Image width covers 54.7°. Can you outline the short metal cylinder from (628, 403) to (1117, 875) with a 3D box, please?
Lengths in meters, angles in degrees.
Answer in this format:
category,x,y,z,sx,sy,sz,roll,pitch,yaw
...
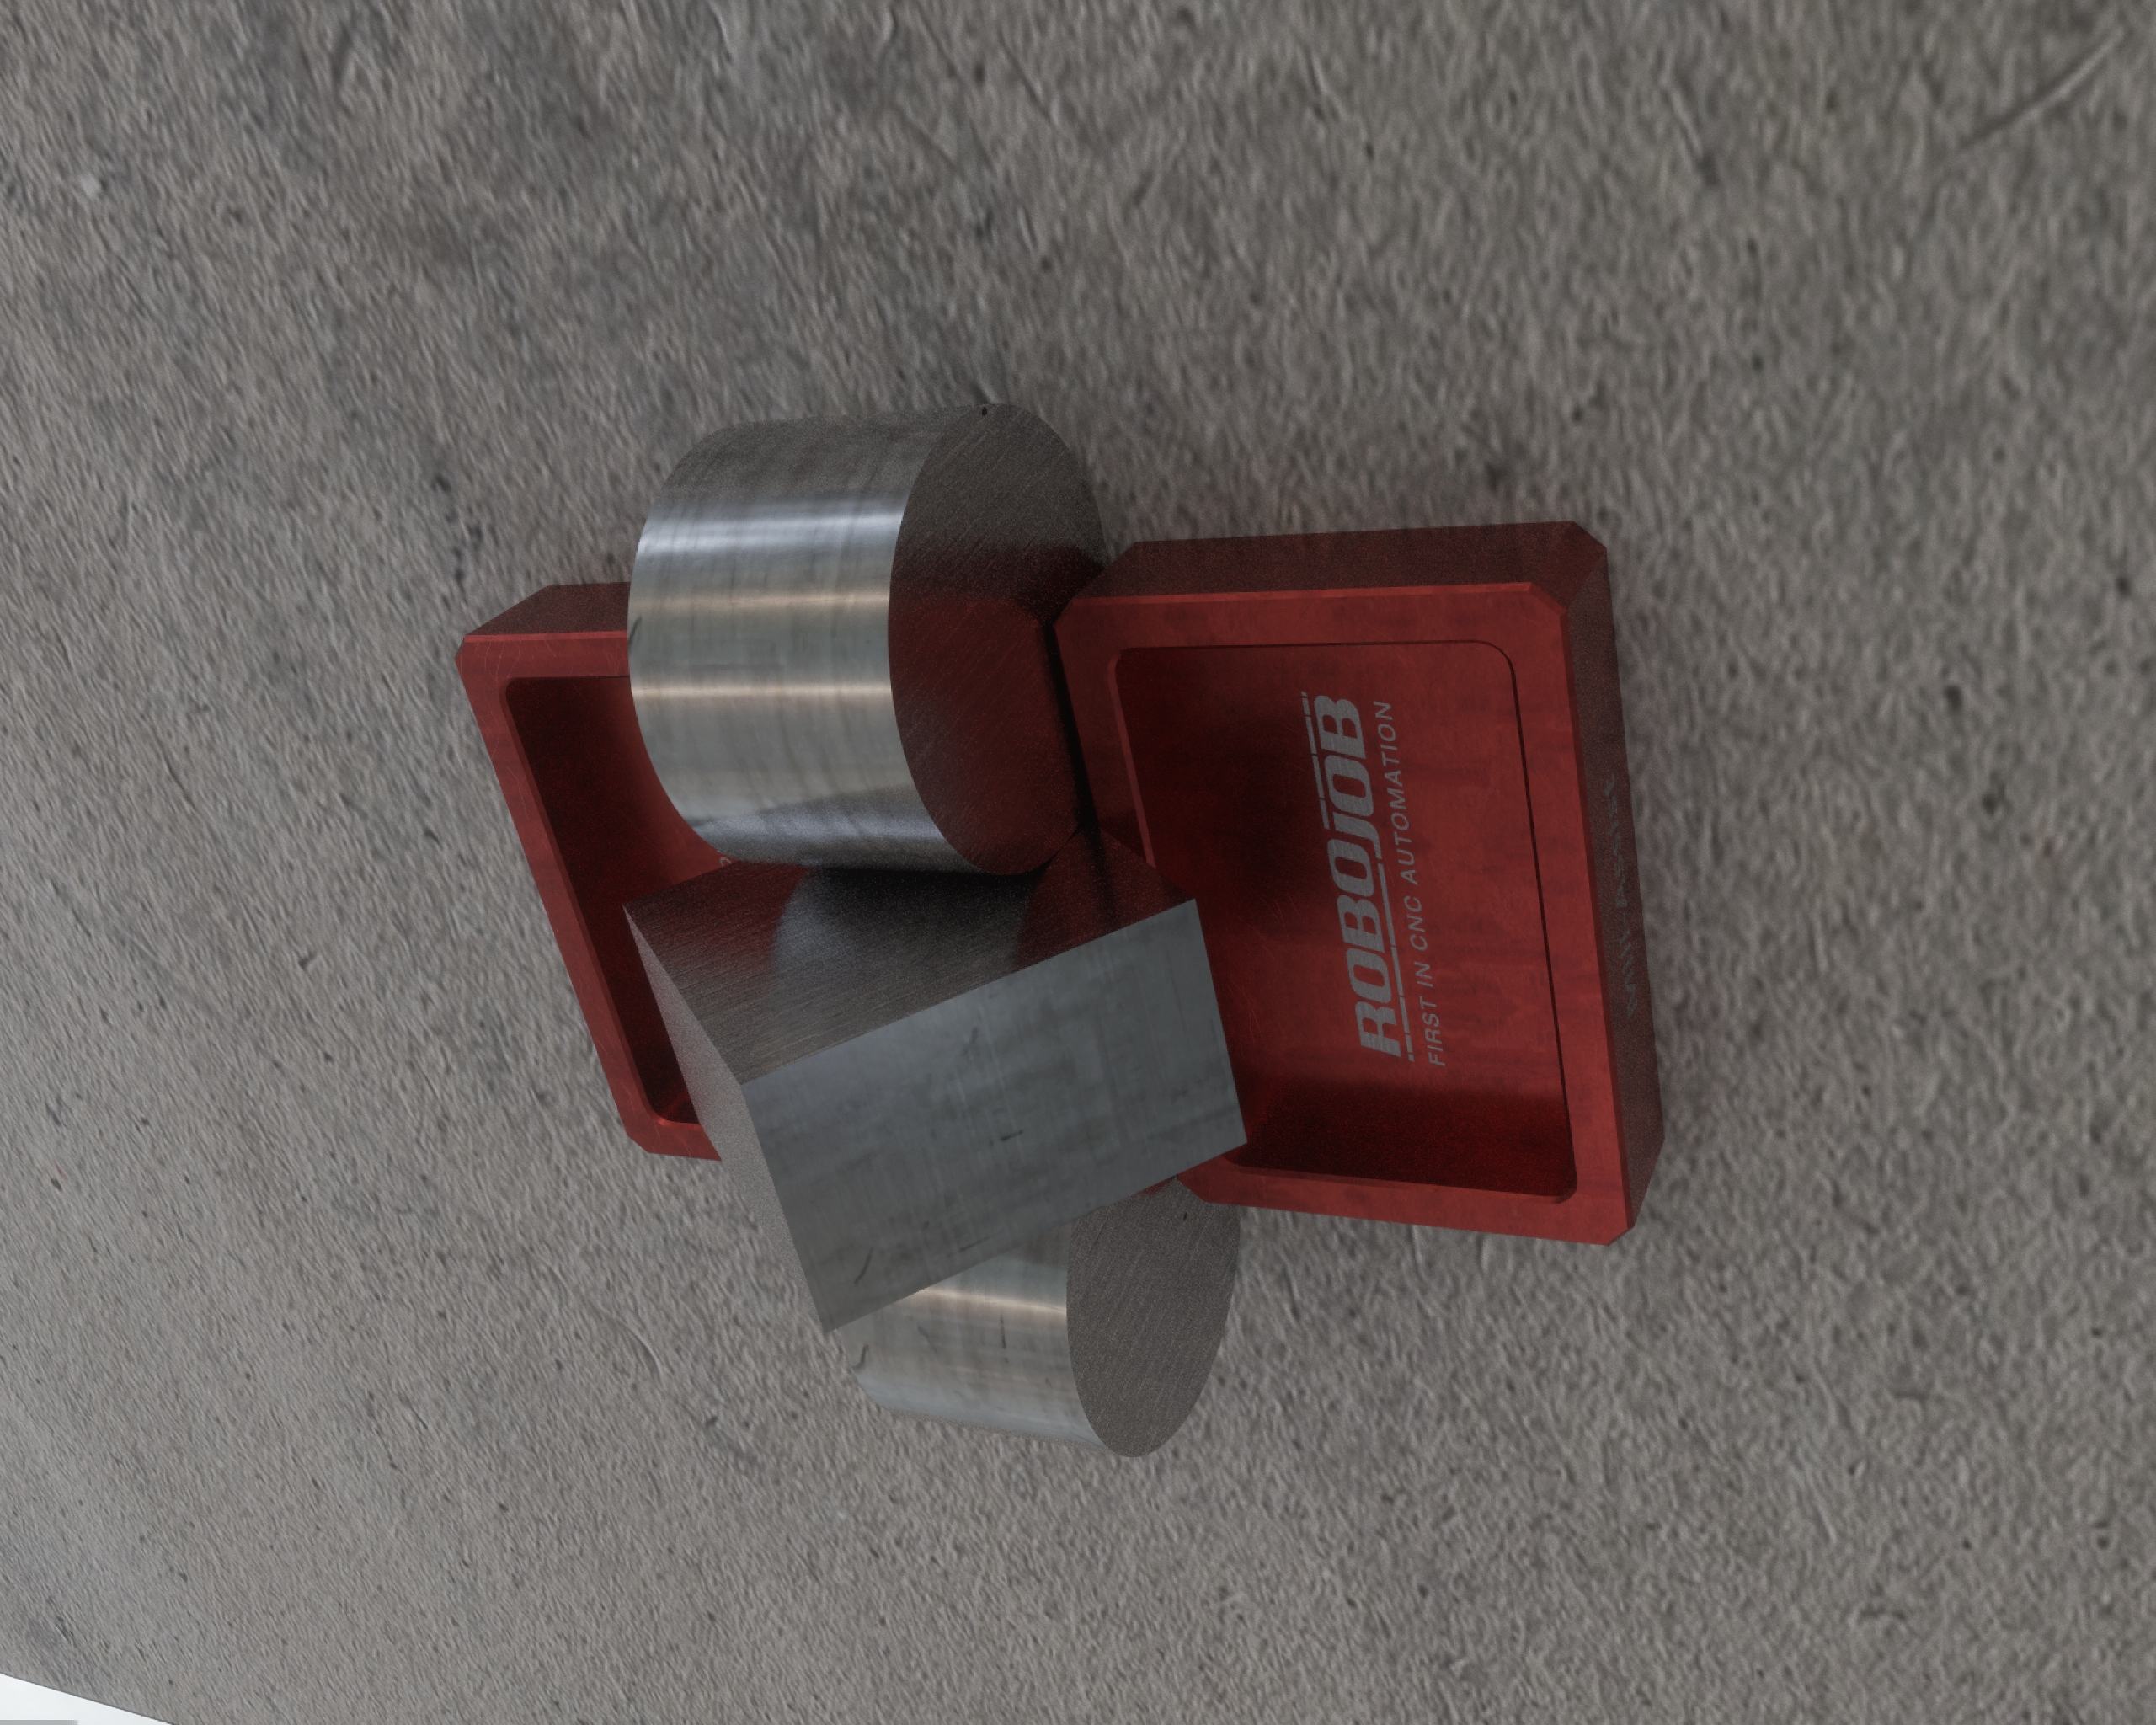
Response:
category,x,y,z,sx,sy,sz,roll,pitch,yaw
short metal cylinder,-0.033,-0.038,0.366,0.050,0.080,0.080,2,119,27

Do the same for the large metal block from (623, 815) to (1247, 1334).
category,x,y,z,sx,sy,sz,roll,pitch,yaw
large metal block,-0.028,0.029,0.378,0.080,0.081,0.050,39,146,58

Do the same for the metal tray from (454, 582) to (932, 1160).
category,x,y,z,sx,sy,sz,roll,pitch,yaw
metal tray,-0.070,0.005,0.446,0.090,0.030,0.129,1,119,27

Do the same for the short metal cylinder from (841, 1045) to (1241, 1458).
category,x,y,z,sx,sy,sz,roll,pitch,yaw
short metal cylinder,-0.006,0.076,0.423,0.050,0.080,0.080,2,119,27

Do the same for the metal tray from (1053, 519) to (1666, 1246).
category,x,y,z,sx,sy,sz,roll,pitch,yaw
metal tray,0.054,0.005,0.381,0.090,0.030,0.129,1,119,27
